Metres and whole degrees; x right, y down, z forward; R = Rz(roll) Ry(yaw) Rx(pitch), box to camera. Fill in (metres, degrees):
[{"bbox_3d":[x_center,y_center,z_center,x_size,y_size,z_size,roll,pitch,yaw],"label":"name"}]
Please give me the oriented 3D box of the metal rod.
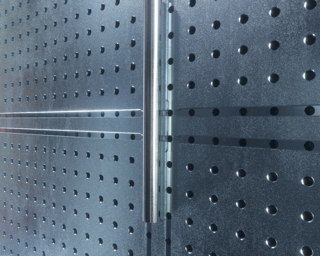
[{"bbox_3d":[-0.011,-0.024,0.420,0.025,0.025,0.298,1,91,40],"label":"metal rod"}]
